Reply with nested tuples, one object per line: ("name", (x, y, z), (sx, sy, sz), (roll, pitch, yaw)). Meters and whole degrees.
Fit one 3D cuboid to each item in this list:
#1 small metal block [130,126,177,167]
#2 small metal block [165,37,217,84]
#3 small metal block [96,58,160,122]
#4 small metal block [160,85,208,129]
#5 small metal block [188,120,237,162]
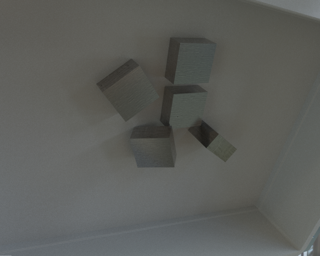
("small metal block", (-0.007, 0.025, 0.406), (0.050, 0.025, 0.050), (-2, 126, 12))
("small metal block", (0.037, -0.082, 0.380), (0.050, 0.025, 0.050), (-7, 122, -26))
("small metal block", (-0.037, -0.044, 0.363), (0.050, 0.025, 0.050), (-37, 130, -4))
("small metal block", (0.031, -0.028, 0.410), (0.050, 0.025, 0.050), (-7, 122, -26))
("small metal block", (0.075, 0.017, 0.446), (0.025, 0.050, 0.050), (-50, 129, 7))
